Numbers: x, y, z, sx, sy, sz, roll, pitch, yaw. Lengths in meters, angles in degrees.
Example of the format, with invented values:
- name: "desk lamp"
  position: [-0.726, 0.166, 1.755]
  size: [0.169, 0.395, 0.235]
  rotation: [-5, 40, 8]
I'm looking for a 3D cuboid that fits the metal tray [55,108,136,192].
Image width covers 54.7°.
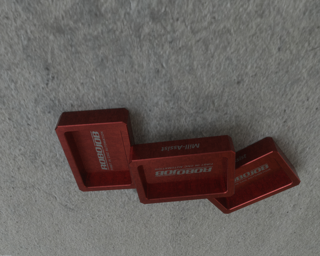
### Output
- name: "metal tray"
  position: [-0.081, 0.035, 0.432]
  size: [0.091, 0.030, 0.129]
  rotation: [-4, 130, 3]

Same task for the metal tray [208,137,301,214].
- name: "metal tray"
  position: [0.131, 0.076, 0.471]
  size: [0.130, 0.030, 0.090]
  rotation: [-31, 124, 23]

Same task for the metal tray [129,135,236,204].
- name: "metal tray"
  position: [0.032, 0.058, 0.413]
  size: [0.131, 0.030, 0.089]
  rotation: [-6, 130, 4]
